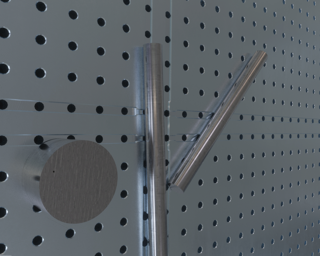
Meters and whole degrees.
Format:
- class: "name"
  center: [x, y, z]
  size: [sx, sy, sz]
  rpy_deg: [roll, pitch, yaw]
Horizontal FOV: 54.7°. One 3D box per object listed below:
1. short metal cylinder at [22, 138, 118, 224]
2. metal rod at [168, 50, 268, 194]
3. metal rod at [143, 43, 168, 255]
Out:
- class: "short metal cylinder"
  center: [-0.091, 0.051, 0.316]
  size: [0.081, 0.050, 0.079]
  rpy_deg: [0, 91, -40]
- class: "metal rod"
  center: [0.103, -0.024, 0.494]
  size: [0.025, 0.025, 0.301]
  rpy_deg: [52, 60, -27]
- class: "metal rod"
  center: [-0.005, 0.042, 0.404]
  size: [0.025, 0.025, 0.298]
  rpy_deg: [-3, 92, -40]
